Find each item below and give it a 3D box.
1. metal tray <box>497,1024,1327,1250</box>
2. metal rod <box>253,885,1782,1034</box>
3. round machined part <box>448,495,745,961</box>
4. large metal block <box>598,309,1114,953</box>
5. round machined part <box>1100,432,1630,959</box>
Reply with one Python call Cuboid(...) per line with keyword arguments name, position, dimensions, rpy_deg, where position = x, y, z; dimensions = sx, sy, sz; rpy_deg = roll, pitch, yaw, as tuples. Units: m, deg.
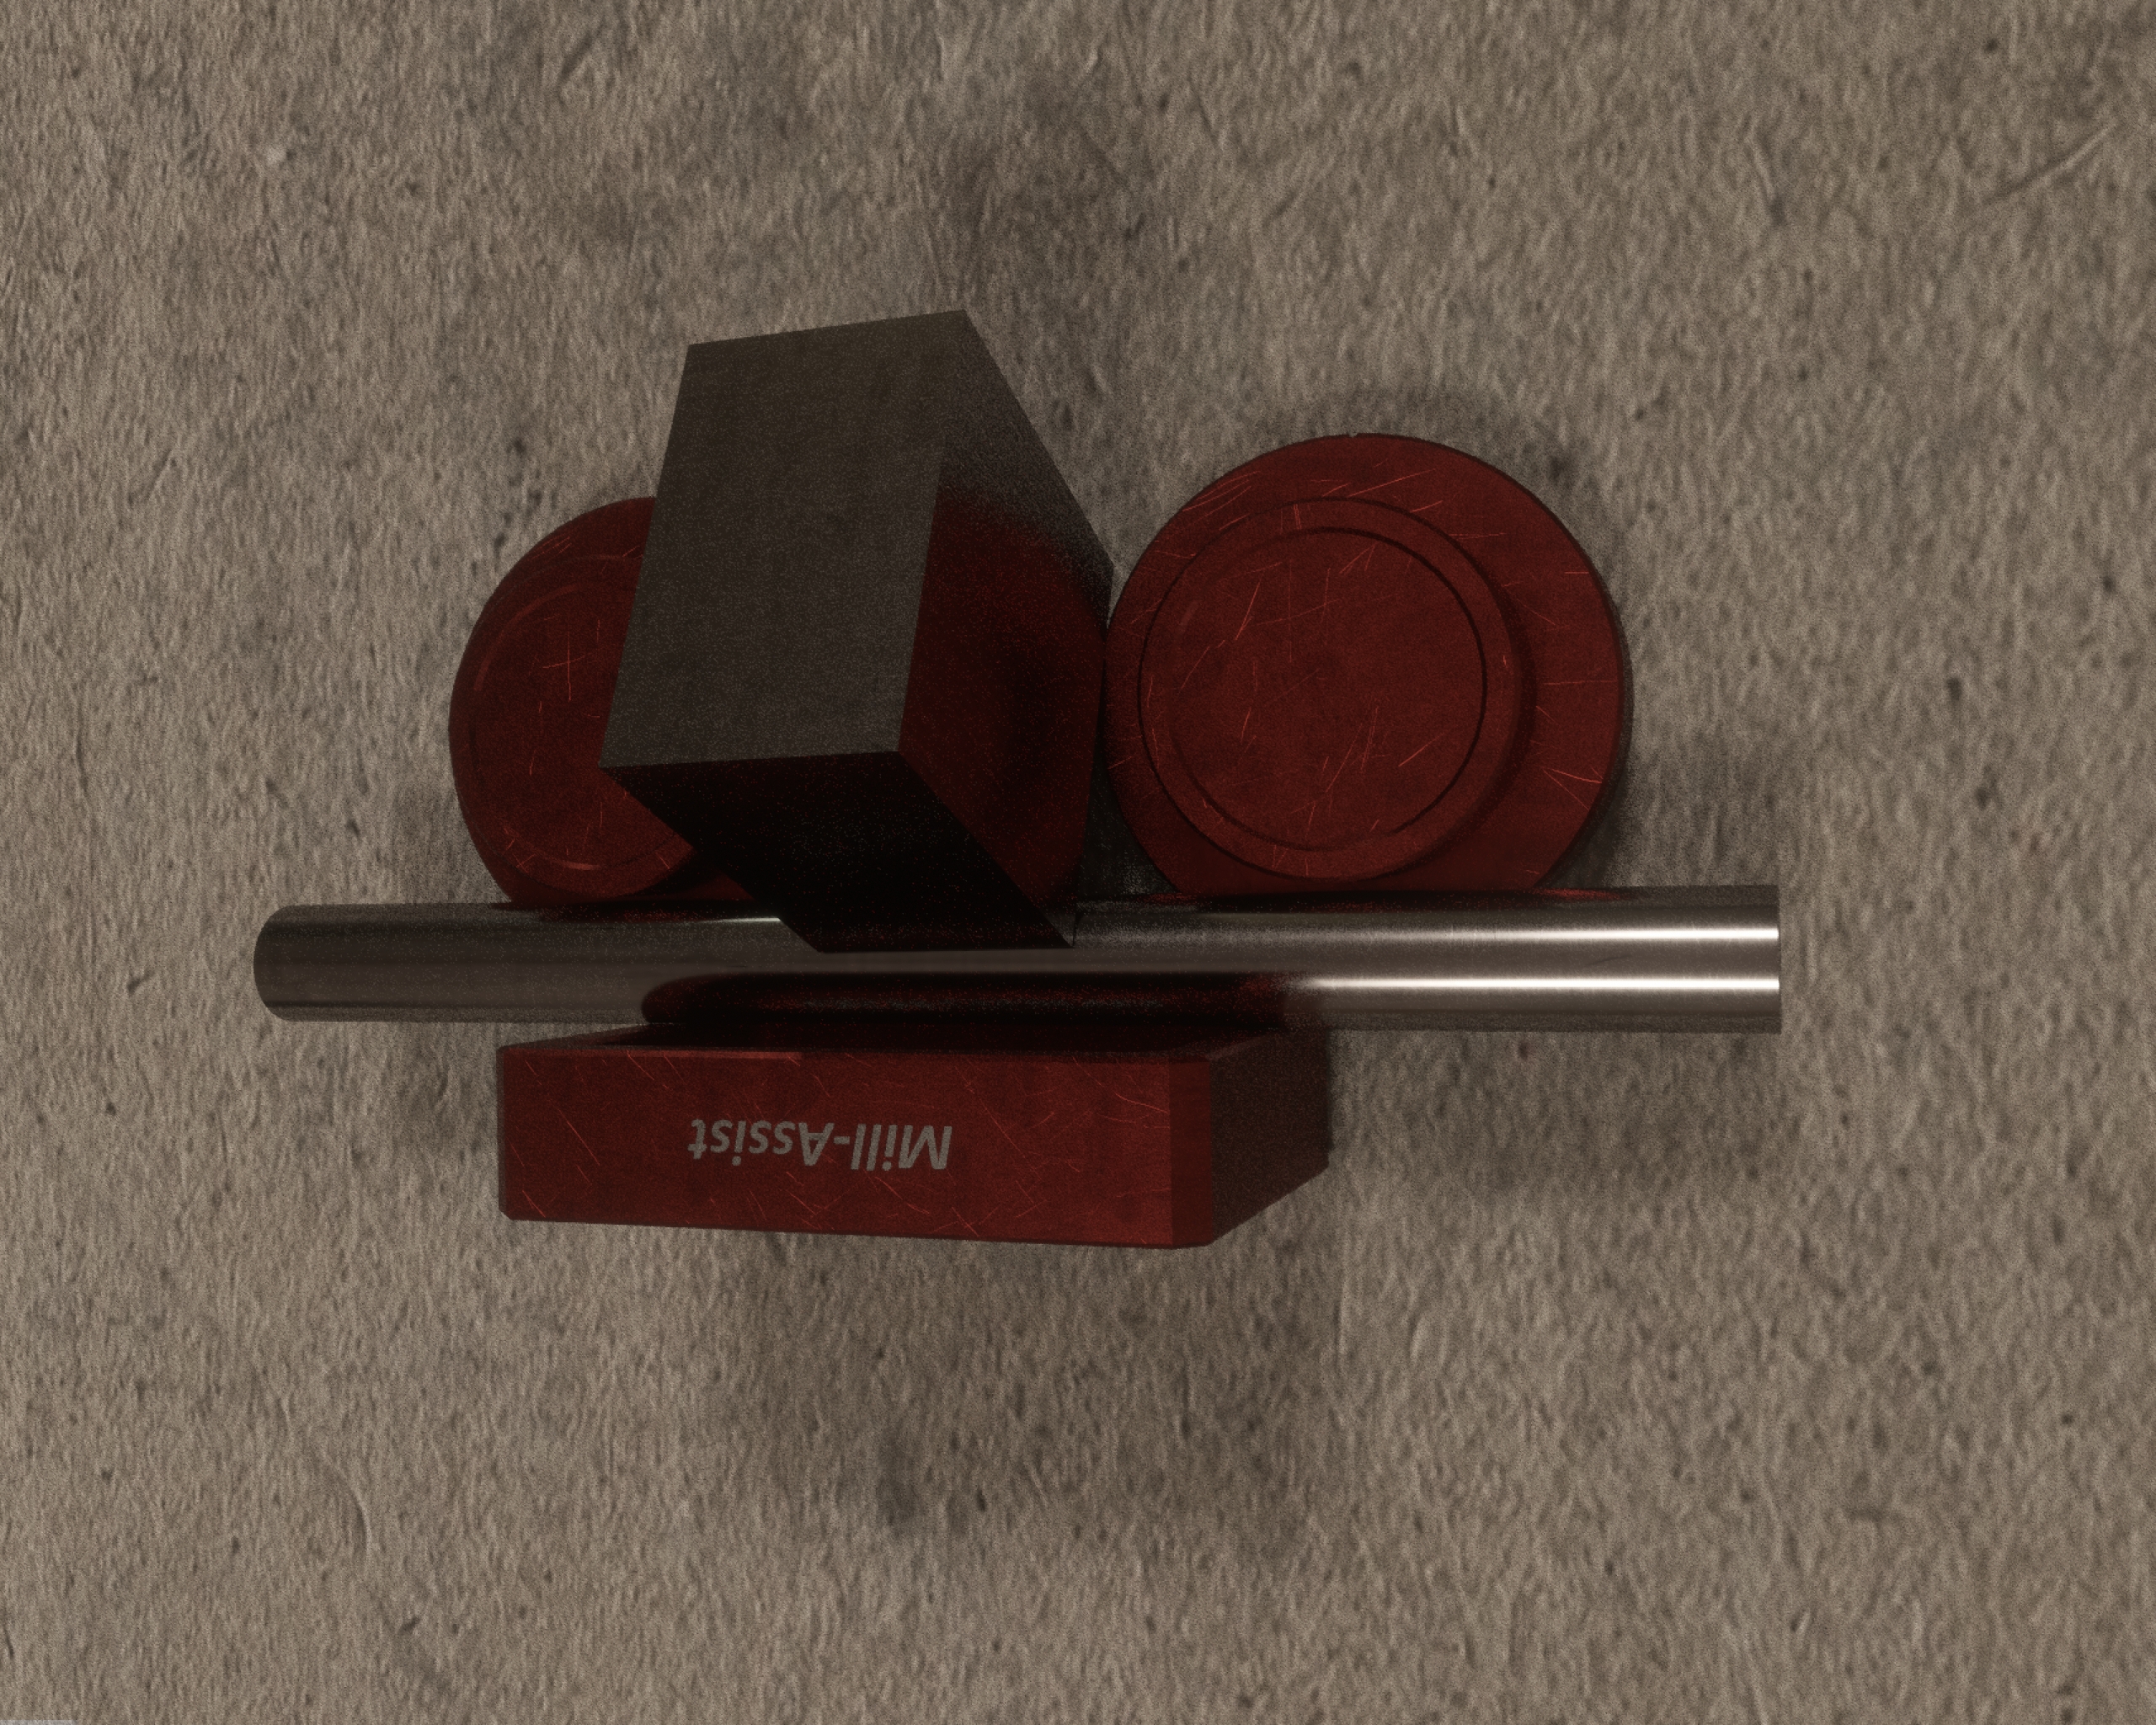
Cuboid(name="metal tray", position=(-0.027, 0.046, 0.384), dimensions=(0.130, 0.090, 0.030), rpy_deg=(-1, 90, 19))
Cuboid(name="metal rod", position=(-0.025, 0.019, 0.396), dimensions=(0.301, 0.025, 0.025), rpy_deg=(-1, 90, 19))
Cuboid(name="round machined part", position=(-0.088, -0.027, 0.429), dimensions=(0.098, 0.042, 0.097), rpy_deg=(0, 90, 19))
Cuboid(name="large metal block", position=(-0.033, -0.036, 0.363), dimensions=(0.050, 0.080, 0.080), rpy_deg=(-2, 66, 19))
Cuboid(name="round machined part", position=(0.050, -0.030, 0.382), dimensions=(0.098, 0.042, 0.097), rpy_deg=(0, 90, 19))
